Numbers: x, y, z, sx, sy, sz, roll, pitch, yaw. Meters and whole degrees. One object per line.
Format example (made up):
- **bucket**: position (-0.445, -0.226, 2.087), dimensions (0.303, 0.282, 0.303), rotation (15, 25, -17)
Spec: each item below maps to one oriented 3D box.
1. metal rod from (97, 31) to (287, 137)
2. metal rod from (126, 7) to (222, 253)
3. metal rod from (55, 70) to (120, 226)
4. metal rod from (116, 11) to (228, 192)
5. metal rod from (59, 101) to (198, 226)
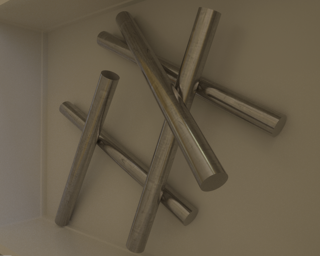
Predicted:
- **metal rod**: position (0.016, -0.070, 0.393), dimensions (0.300, 0.025, 0.025), rotation (33, 111, 35)
- **metal rod**: position (0.011, 0.014, 0.363), dimensions (0.025, 0.025, 0.298), rotation (27, 107, 36)
- **metal rod**: position (-0.120, 0.048, 0.478), dimensions (0.025, 0.025, 0.298), rotation (45, 125, 30)
- **metal rod**: position (-0.004, -0.057, 0.353), dimensions (0.025, 0.025, 0.300), rotation (-52, 42, 27)
- **metal rod**: position (-0.064, 0.037, 0.459), dimensions (0.300, 0.025, 0.025), rotation (35, 112, 34)
